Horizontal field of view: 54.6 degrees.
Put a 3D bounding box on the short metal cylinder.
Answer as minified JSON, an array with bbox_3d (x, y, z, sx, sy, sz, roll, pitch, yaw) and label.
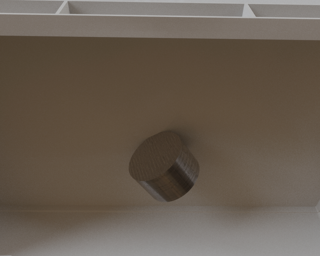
[{"bbox_3d":[0.006,0.051,0.417,0.080,0.080,0.050,-25,126,19],"label":"short metal cylinder"}]
